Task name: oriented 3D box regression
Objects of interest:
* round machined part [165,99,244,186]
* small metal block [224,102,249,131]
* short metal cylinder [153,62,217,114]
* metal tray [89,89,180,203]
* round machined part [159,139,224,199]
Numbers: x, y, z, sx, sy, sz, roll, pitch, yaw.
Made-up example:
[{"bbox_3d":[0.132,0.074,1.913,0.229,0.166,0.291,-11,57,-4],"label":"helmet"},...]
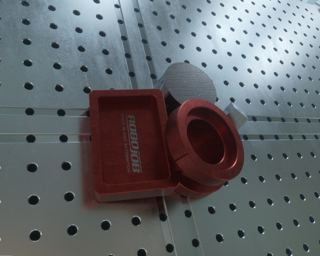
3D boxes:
[{"bbox_3d":[0.045,0.019,0.350,0.099,0.042,0.098,21,52,-29],"label":"round machined part"},{"bbox_3d":[0.095,-0.007,0.437,0.025,0.050,0.050,40,16,-2],"label":"small metal block"},{"bbox_3d":[0.032,-0.046,0.439,0.081,0.050,0.080,14,56,-21],"label":"short metal cylinder"},{"bbox_3d":[-0.034,0.016,0.364,0.091,0.030,0.130,-3,62,-14],"label":"metal tray"},{"bbox_3d":[0.048,0.038,0.401,0.099,0.042,0.098,14,56,-21],"label":"round machined part"}]
